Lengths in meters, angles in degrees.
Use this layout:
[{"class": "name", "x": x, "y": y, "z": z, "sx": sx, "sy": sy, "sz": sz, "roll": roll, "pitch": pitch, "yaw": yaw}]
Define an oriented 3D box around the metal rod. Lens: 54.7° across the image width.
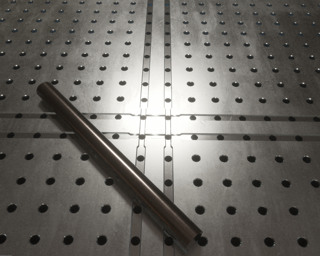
[{"class": "metal rod", "x": -0.067, "y": 0.029, "z": 0.382, "sx": 0.025, "sy": 0.025, "sz": 0.300, "roll": -35, "pitch": 59, "yaw": -26}]
